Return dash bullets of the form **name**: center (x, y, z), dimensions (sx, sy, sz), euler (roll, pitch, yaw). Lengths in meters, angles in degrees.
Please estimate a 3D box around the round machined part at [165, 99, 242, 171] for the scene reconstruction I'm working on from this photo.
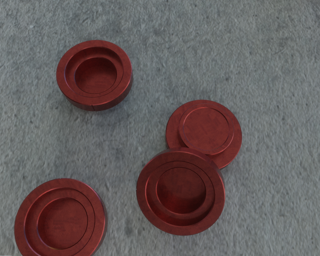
- **round machined part**: center (0.056, 0.007, 0.397), dimensions (0.099, 0.042, 0.098), euler (0, 70, -1)

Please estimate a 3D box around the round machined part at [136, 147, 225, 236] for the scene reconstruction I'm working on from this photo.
- **round machined part**: center (0.025, 0.069, 0.359), dimensions (0.098, 0.042, 0.097), euler (2, 99, 11)

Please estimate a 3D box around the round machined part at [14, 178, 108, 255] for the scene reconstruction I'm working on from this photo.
- **round machined part**: center (-0.110, 0.110, 0.358), dimensions (0.099, 0.042, 0.098), euler (0, 70, -1)

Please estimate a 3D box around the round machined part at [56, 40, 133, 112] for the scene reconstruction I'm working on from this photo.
- **round machined part**: center (-0.086, -0.067, 0.423), dimensions (0.099, 0.042, 0.098), euler (0, 70, -1)
